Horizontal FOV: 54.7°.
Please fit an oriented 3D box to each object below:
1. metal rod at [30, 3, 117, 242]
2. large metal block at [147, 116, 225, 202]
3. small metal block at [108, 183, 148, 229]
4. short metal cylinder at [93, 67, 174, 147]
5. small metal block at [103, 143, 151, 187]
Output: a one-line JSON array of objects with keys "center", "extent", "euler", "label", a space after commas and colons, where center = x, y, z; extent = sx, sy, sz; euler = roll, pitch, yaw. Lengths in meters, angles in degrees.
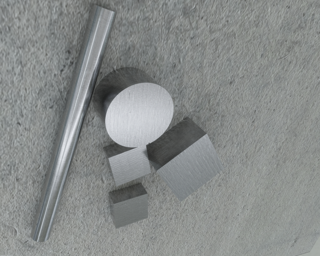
[{"center": [-0.106, 0.011, 0.356], "extent": [0.025, 0.025, 0.298], "euler": [8, 114, -32], "label": "metal rod"}, {"center": [0.034, 0.045, 0.439], "extent": [0.080, 0.050, 0.080], "euler": [-36, 130, -4], "label": "large metal block"}, {"center": [-0.046, 0.114, 0.454], "extent": [0.050, 0.025, 0.050], "euler": [-13, 124, -22], "label": "small metal block"}, {"center": [-0.031, -0.024, 0.360], "extent": [0.081, 0.050, 0.079], "euler": [-14, 125, -21], "label": "short metal cylinder"}, {"center": [-0.043, 0.043, 0.411], "extent": [0.050, 0.025, 0.050], "euler": [-20, 126, -17], "label": "small metal block"}]
